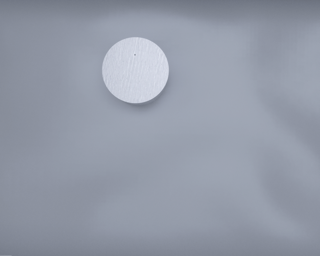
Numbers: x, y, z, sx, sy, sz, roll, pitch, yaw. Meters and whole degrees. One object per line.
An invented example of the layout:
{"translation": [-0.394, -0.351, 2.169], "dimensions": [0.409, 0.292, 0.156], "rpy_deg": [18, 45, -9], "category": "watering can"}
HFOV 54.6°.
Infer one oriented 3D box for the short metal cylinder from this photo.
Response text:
{"translation": [-0.030, -0.070, 0.399], "dimensions": [0.080, 0.050, 0.080], "rpy_deg": [0, 90, 0], "category": "short metal cylinder"}
